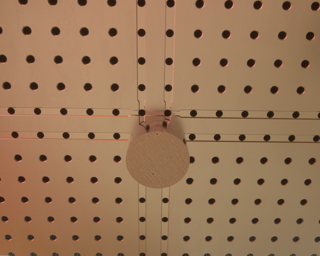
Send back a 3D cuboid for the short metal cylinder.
[{"bbox_3d":[-0.003,0.033,0.412,0.081,0.050,0.079,0,110,0],"label":"short metal cylinder"}]
